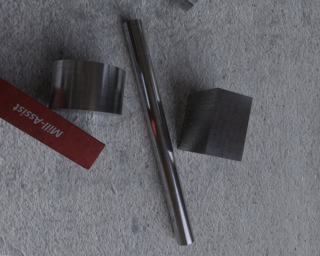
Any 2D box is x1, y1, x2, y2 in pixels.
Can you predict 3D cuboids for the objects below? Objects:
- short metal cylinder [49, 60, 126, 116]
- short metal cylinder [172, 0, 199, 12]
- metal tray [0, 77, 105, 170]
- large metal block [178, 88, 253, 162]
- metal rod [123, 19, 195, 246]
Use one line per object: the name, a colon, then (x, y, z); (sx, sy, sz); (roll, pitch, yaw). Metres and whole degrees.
short metal cylinder: (-0.081, -0.042, 0.350); (0.081, 0.080, 0.050); (5, 88, -20)
short metal cylinder: (0.040, -0.197, 0.394); (0.050, 0.080, 0.080); (38, 78, -16)
metal tray: (-0.127, -0.007, 0.327); (0.130, 0.090, 0.030); (35, 80, -17)
large metal block: (0.069, -0.004, 0.405); (0.050, 0.080, 0.080); (13, 86, -20)
metal rod: (0.000, 0.010, 0.408); (0.025, 0.025, 0.298); (-16, 95, -19)
